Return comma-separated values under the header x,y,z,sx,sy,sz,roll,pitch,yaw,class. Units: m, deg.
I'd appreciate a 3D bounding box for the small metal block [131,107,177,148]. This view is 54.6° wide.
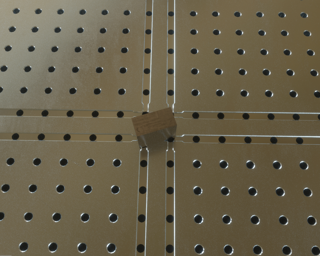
x,y,z,sx,sy,sz,roll,pitch,yaw,class
-0.007,0.001,0.398,0.050,0.050,0.025,-16,71,-6,small metal block
